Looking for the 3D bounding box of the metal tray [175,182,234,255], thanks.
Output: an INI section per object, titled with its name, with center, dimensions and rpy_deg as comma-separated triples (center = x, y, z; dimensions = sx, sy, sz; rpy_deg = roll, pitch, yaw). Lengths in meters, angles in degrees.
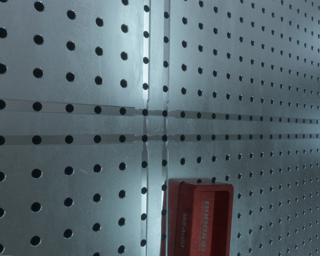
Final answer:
[metal tray]
center = 0.068, 0.148, 0.465
dimensions = 0.091, 0.030, 0.129
rpy_deg = 8, 85, -40
